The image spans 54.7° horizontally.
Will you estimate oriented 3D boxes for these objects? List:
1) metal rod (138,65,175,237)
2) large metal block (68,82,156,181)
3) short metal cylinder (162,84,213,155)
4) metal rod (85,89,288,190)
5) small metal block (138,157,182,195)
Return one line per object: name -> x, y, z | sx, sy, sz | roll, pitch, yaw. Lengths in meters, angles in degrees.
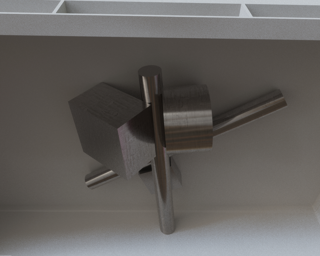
metal rod -> 0.001, 0.055, 0.420 | 0.025, 0.025, 0.298 | -4, 129, 3
large metal block -> -0.054, 0.003, 0.367 | 0.080, 0.050, 0.079 | 27, 139, 31
short metal cylinder -> 0.030, -0.010, 0.362 | 0.050, 0.080, 0.079 | -4, 130, 1
metal rod -> 0.022, 0.023, 0.426 | 0.300, 0.025, 0.025 | -25, 126, 19
small metal block -> 0.001, 0.070, 0.467 | 0.050, 0.025, 0.050 | -17, 129, 13
